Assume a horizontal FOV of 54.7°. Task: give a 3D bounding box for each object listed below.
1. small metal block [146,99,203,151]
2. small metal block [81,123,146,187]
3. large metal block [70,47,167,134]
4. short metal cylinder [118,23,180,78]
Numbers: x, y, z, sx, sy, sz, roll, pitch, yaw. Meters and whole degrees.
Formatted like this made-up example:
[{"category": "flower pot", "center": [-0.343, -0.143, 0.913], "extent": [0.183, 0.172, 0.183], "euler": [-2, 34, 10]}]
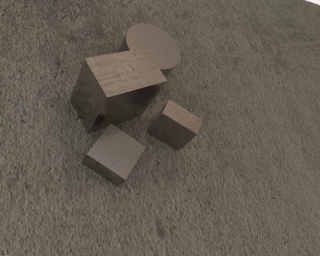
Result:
[{"category": "small metal block", "center": [0.018, -0.002, 0.399], "extent": [0.050, 0.050, 0.025], "euler": [31, 52, -9]}, {"category": "small metal block", "center": [-0.053, 0.031, 0.357], "extent": [0.050, 0.025, 0.050], "euler": [35, 51, -5]}, {"category": "large metal block", "center": [-0.051, -0.044, 0.368], "extent": [0.081, 0.080, 0.050], "euler": [-21, 73, -36]}, {"category": "short metal cylinder", "center": [-0.018, -0.100, 0.439], "extent": [0.081, 0.050, 0.080], "euler": [14, 56, -21]}]
